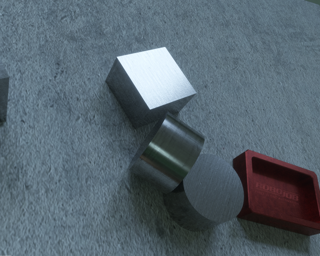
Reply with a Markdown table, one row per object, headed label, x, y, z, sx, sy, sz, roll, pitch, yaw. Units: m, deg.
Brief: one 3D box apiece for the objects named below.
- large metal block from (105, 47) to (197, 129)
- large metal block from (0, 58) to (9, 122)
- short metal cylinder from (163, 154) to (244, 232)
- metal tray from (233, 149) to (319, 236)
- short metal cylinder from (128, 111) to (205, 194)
| label | x | y | z | sx | sy | sz | roll | pitch | yaw |
| --- | --- | --- | --- | --- | --- | --- | --- | --- | --- |
| large metal block | -0.013 | -0.055 | 0.414 | 0.081 | 0.050 | 0.080 | -22 | 74 | -36 |
| large metal block | -0.188 | -0.053 | 0.299 | 0.050 | 0.080 | 0.080 | -20 | 72 | -35 |
| short metal cylinder | 0.051 | 0.077 | 0.368 | 0.081 | 0.050 | 0.080 | 14 | 56 | -21 |
| metal tray | 0.167 | 0.091 | 0.434 | 0.131 | 0.030 | 0.090 | 18 | 55 | -18 |
| short metal cylinder | 0.007 | 0.028 | 0.355 | 0.050 | 0.080 | 0.080 | 35 | 51 | -6 |
